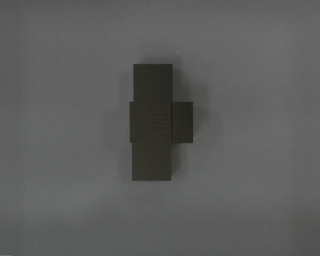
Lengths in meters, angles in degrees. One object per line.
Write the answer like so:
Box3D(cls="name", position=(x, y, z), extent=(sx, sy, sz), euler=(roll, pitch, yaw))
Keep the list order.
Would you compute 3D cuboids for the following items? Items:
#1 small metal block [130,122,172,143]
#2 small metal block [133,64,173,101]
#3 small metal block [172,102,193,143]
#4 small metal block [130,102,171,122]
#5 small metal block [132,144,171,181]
Box3D(cls="small metal block", position=(-0.011, 0.005, 0.397), extent=(0.050, 0.050, 0.025), euler=(0, 90, 0))
Box3D(cls="small metal block", position=(-0.009, -0.057, 0.409), extent=(0.050, 0.025, 0.050), euler=(0, 90, 0))
Box3D(cls="small metal block", position=(0.027, -0.007, 0.397), extent=(0.025, 0.050, 0.050), euler=(0, 90, 0))
Box3D(cls="small metal block", position=(-0.011, -0.019, 0.397), extent=(0.050, 0.050, 0.025), euler=(0, 90, 0))
Box3D(cls="small metal block", position=(-0.011, 0.043, 0.409), extent=(0.050, 0.025, 0.050), euler=(0, 90, 0))
